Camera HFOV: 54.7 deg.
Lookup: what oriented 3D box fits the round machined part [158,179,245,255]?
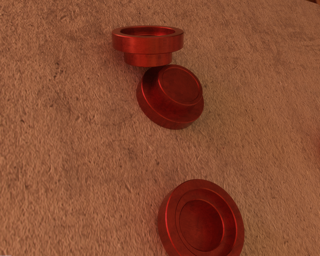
[{"bbox_3d":[0.042,0.111,0.348,0.099,0.042,0.098,14,56,-21],"label":"round machined part"}]

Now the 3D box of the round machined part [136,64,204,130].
[{"bbox_3d":[0.020,-0.050,0.434,0.099,0.042,0.098,14,56,-21],"label":"round machined part"}]

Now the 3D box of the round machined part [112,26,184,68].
[{"bbox_3d":[-0.017,-0.114,0.433,0.099,0.042,0.098,0,27,0],"label":"round machined part"}]
